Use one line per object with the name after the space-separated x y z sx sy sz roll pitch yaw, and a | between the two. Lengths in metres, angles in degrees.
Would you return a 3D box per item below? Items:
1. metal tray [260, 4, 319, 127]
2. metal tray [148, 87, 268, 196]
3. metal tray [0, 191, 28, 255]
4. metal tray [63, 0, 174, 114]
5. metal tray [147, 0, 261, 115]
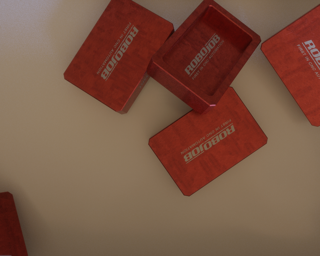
0.200 -0.077 0.385 0.090 0.030 0.130 -33 95 33 | metal tray
0.062 0.017 0.410 0.130 0.030 0.090 -34 91 -1 | metal tray
-0.226 0.127 0.347 0.030 0.131 0.090 -33 71 30 | metal tray
-0.051 -0.095 0.402 0.090 0.030 0.130 33 90 8 | metal tray
0.057 -0.091 0.384 0.090 0.030 0.130 38 66 0 | metal tray
